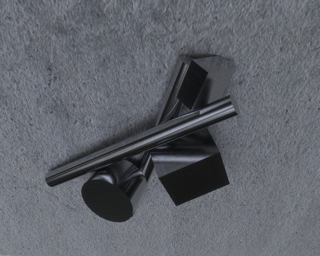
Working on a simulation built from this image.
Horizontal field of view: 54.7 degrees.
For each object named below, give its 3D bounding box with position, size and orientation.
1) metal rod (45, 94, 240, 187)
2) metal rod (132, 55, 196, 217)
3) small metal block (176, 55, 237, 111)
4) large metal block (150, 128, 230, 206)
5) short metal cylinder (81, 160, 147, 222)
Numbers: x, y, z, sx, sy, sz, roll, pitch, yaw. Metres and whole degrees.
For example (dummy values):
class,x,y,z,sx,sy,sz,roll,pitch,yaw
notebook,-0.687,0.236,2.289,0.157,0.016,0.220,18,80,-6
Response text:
class,x,y,z,sx,sy,sz,roll,pitch,yaw
metal rod,-0.041,0.026,0.408,0.300,0.025,0.025,-23,127,26
metal rod,-0.010,0.034,0.436,0.025,0.025,0.298,13,129,-11
small metal block,0.052,-0.051,0.349,0.050,0.025,0.050,-18,143,-40
large metal block,0.041,0.052,0.418,0.080,0.050,0.080,-23,137,3
short metal cylinder,-0.066,0.090,0.452,0.080,0.050,0.079,11,125,17
